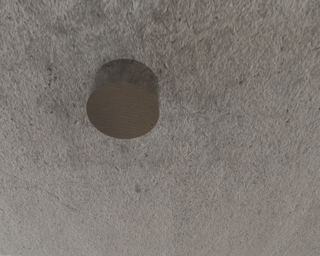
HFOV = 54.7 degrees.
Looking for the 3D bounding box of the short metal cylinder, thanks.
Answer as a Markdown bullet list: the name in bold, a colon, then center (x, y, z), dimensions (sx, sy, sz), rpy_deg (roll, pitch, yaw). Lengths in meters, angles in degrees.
- **short metal cylinder**: center (-0.041, -0.033, 0.362), dimensions (0.081, 0.050, 0.079), rpy_deg (0, 130, 0)
